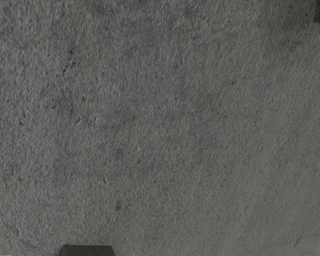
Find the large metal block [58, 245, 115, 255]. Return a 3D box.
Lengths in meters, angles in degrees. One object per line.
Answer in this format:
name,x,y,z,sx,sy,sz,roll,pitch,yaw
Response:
large metal block,-0.104,0.220,0.450,0.081,0.080,0.050,17,109,-35

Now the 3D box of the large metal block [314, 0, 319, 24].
large metal block,0.263,-0.189,0.417,0.081,0.050,0.080,-23,127,-14
